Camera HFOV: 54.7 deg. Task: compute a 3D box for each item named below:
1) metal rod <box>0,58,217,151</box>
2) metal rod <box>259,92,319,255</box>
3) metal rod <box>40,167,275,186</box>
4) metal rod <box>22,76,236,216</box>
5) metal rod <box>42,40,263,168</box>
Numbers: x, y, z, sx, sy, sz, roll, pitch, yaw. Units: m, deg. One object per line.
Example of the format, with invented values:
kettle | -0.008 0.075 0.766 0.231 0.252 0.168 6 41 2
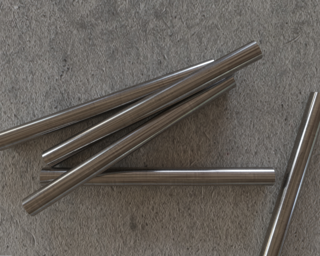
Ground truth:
metal rod | -0.070 -0.031 0.409 0.301 0.025 0.025 -19 90 0
metal rod | 0.168 0.098 0.411 0.025 0.025 0.298 17 90 0
metal rod | -0.003 0.064 0.409 0.302 0.025 0.025 0 90 0
metal rod | -0.033 0.016 0.393 0.301 0.025 0.025 -33 90 -7
metal rod | -0.014 -0.027 0.393 0.301 0.025 0.025 -27 90 6
